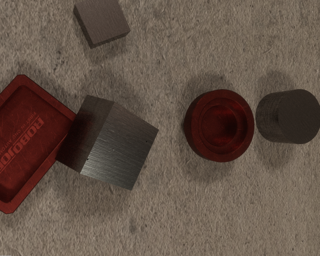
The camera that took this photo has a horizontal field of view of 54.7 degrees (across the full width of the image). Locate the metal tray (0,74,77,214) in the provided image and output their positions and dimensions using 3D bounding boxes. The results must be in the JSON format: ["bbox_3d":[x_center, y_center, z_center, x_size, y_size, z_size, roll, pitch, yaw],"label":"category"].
[{"bbox_3d":[-0.161,0.017,0.347,0.090,0.030,0.130,40,77,-16],"label":"metal tray"}]

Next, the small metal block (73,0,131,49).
[{"bbox_3d":[-0.072,-0.132,0.383,0.050,0.025,0.050,-27,99,-18],"label":"small metal block"}]

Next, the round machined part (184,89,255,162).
[{"bbox_3d":[0.078,-0.003,0.430,0.099,0.042,0.097,0,90,-21],"label":"round machined part"}]

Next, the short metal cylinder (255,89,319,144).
[{"bbox_3d":[0.194,-0.017,0.469,0.081,0.050,0.079,0,90,-21],"label":"short metal cylinder"}]

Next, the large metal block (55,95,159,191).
[{"bbox_3d":[-0.058,0.018,0.357,0.080,0.050,0.080,33,78,-48],"label":"large metal block"}]
